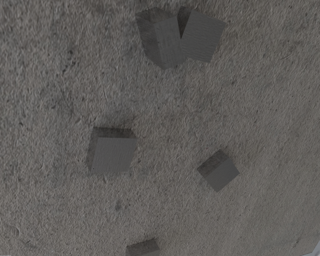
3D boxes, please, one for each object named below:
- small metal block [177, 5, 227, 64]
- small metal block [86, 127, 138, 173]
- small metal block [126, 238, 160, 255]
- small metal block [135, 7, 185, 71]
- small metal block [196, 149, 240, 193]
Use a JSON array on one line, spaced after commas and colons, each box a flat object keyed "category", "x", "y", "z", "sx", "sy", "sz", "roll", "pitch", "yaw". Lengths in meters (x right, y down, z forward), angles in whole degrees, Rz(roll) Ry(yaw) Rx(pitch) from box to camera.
[{"category": "small metal block", "x": 0.042, "y": -0.108, "z": 0.363, "sx": 0.050, "sy": 0.025, "sz": 0.050, "roll": 7, "pitch": 115, "yaw": -32}, {"category": "small metal block", "x": -0.062, "y": 0.028, "z": 0.390, "sx": 0.050, "sy": 0.025, "sz": 0.050, "roll": 3, "pitch": 117, "yaw": -30}, {"category": "small metal block", "x": -0.030, "y": 0.221, "z": 0.527, "sx": 0.050, "sy": 0.025, "sz": 0.050, "roll": -8, "pitch": 122, "yaw": -25}, {"category": "small metal block", "x": 0.000, "y": -0.096, "z": 0.331, "sx": 0.025, "sy": 0.050, "sz": 0.050, "roll": -25, "pitch": 128, "yaw": -13}, {"category": "small metal block", "x": 0.095, "y": 0.070, "z": 0.502, "sx": 0.050, "sy": 0.025, "sz": 0.050, "roll": -40, "pitch": 130, "yaw": -1}]
